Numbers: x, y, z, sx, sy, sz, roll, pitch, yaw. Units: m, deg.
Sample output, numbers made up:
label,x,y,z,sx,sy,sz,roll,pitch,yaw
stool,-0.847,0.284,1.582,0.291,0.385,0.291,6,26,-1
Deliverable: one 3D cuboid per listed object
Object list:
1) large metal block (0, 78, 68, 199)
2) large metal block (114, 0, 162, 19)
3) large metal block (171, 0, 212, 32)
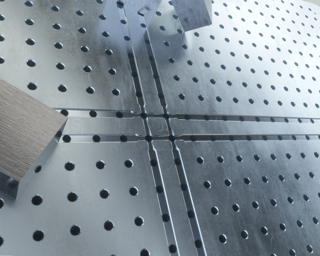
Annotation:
label,x,y,z,sx,sy,sz,roll,pitch,yaw
large metal block,-0.152,0.009,0.305,0.080,0.050,0.080,32,52,-8
large metal block,-0.029,-0.240,0.503,0.080,0.080,0.050,20,54,-16
large metal block,0.054,-0.229,0.534,0.080,0.050,0.080,53,34,-49
